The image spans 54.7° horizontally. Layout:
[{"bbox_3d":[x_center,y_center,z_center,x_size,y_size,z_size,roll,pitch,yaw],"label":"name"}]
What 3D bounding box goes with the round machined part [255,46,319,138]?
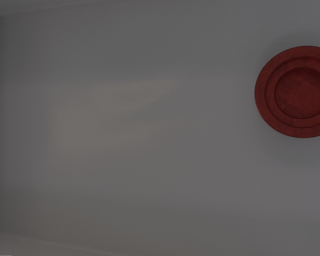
[{"bbox_3d":[0.158,-0.038,0.346,0.098,0.042,0.097,0,90,20],"label":"round machined part"}]
